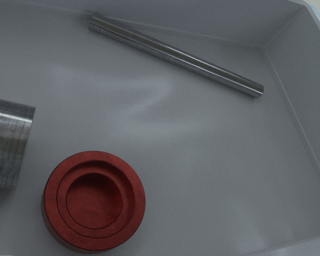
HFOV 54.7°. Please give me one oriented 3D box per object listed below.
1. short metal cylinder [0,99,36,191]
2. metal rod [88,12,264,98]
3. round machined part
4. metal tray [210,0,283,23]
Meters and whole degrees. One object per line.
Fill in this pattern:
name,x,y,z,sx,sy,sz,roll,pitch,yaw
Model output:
short metal cylinder,-0.149,0.013,0.282,0.050,0.080,0.080,14,56,-21
metal rod,0.037,-0.109,0.493,0.302,0.025,0.025,19,54,-18
round machined part,-0.068,0.076,0.313,0.099,0.042,0.098,14,56,-21
metal tray,0.169,-0.253,0.616,0.131,0.030,0.090,10,47,3
